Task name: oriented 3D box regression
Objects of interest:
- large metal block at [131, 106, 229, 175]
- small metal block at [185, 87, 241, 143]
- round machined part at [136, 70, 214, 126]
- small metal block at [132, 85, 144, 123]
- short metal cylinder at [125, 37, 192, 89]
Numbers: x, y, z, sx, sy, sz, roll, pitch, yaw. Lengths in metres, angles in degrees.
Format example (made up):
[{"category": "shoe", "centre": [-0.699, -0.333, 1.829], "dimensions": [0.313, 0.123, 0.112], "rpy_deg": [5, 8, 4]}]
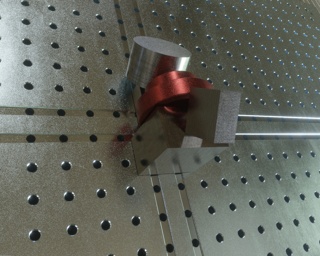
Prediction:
[{"category": "large metal block", "centre": [0.021, 0.017, 0.374], "dimensions": [0.081, 0.080, 0.050], "rpy_deg": [1, 62, -28]}, {"category": "small metal block", "centre": [0.052, -0.014, 0.314], "dimensions": [0.025, 0.050, 0.050], "rpy_deg": [2, 99, -29]}, {"category": "round machined part", "centre": [0.019, -0.034, 0.380], "dimensions": [0.099, 0.097, 0.042], "rpy_deg": [1, 62, -28]}, {"category": "small metal block", "centre": [-0.006, -0.034, 0.426], "dimensions": [0.050, 0.025, 0.050], "rpy_deg": [1, 61, -28]}, {"category": "short metal cylinder", "centre": [-0.003, -0.088, 0.424], "dimensions": [0.081, 0.050, 0.080], "rpy_deg": [14, 27, -7]}]
